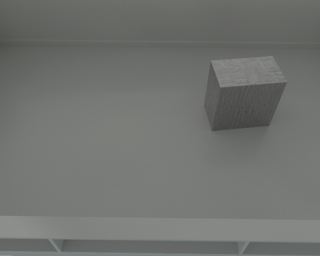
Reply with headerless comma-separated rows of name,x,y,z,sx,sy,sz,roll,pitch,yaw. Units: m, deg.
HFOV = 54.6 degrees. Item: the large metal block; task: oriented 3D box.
large metal block,0.107,-0.044,0.407,0.080,0.080,0.050,-5,50,-4
